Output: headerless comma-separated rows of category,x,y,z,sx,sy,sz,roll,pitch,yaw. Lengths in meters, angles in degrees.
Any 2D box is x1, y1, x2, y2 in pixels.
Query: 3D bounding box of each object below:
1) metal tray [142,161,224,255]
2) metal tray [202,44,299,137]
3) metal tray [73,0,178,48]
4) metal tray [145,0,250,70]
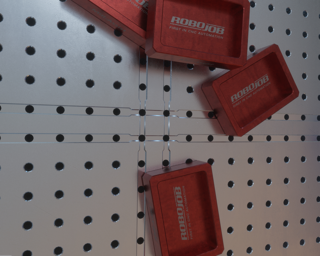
metal tray,0.033,0.117,0.423,0.091,0.030,0.129,-11,94,-20
metal tray,0.137,-0.056,0.462,0.131,0.030,0.090,-32,101,-18
metal tray,-0.043,-0.173,0.394,0.131,0.030,0.090,31,80,-18
metal tray,0.050,-0.129,0.396,0.131,0.030,0.089,4,89,-20
